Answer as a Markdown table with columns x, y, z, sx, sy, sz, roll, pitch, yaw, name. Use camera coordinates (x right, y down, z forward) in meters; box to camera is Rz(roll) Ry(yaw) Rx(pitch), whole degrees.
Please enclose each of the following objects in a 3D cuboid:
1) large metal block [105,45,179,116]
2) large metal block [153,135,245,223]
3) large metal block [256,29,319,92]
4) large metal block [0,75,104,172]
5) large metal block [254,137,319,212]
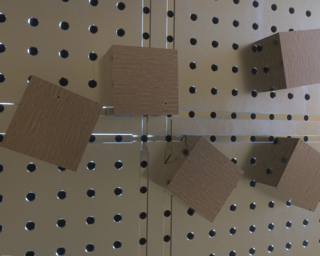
| x | y | z | sx | sy | sz | roll | pitch | yaw | name |
| --- | --- | --- | --- | --- | --- | --- | --- | --- | --- |
| -0.024 | -0.056 | 0.390 | 0.081 | 0.050 | 0.080 | -1 | 91 | -20 | large metal block |
| 0.051 | 0.066 | 0.418 | 0.080 | 0.050 | 0.080 | 39 | 78 | -16 | large metal block |
| 0.202 | -0.102 | 0.473 | 0.081 | 0.050 | 0.080 | -11 | 94 | -20 | large metal block |
| -0.121 | -0.004 | 0.355 | 0.080 | 0.050 | 0.080 | 23 | 82 | -19 | large metal block |
| 0.206 | 0.069 | 0.475 | 0.080 | 0.050 | 0.080 | 33 | 79 | -17 | large metal block |
